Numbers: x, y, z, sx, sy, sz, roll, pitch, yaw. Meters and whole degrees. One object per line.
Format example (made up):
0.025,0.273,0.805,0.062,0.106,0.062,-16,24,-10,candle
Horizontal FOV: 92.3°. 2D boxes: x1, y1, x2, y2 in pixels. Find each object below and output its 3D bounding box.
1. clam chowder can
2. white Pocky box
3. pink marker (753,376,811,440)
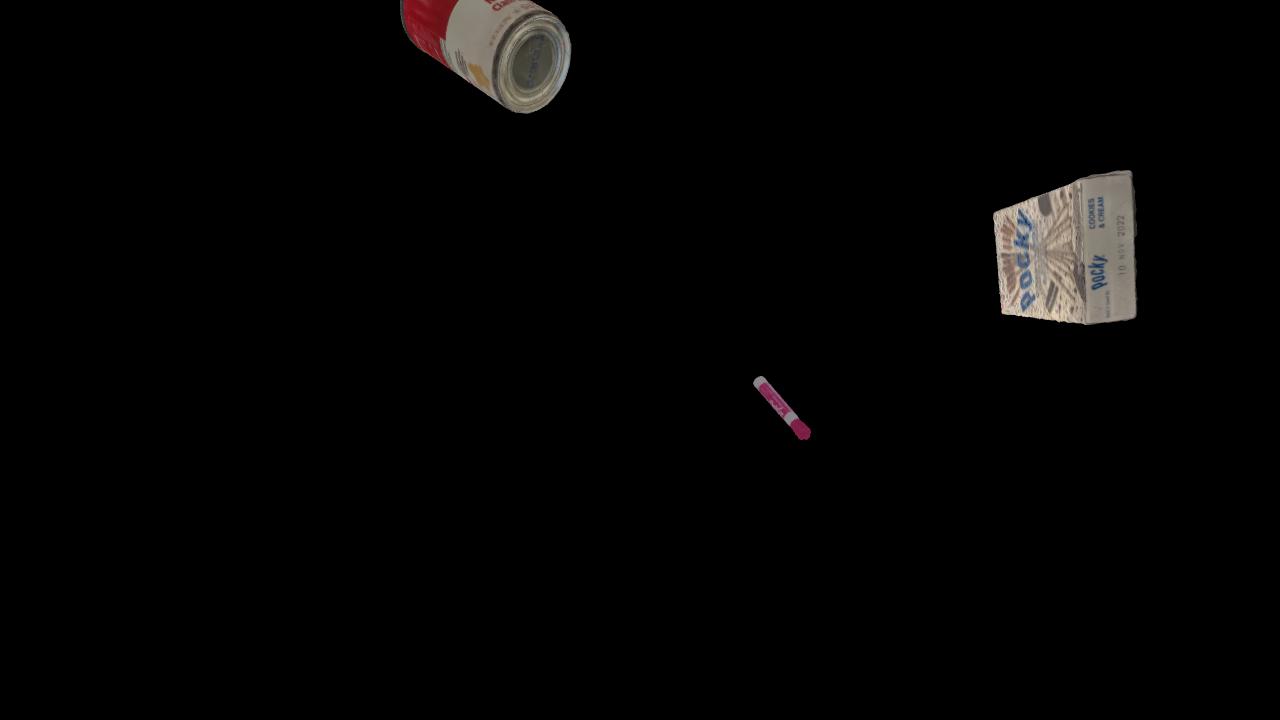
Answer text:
-0.105,-0.222,0.421,0.102,0.068,0.068,40,16,20,clam chowder can
0.275,-0.069,0.408,0.028,0.084,0.154,-6,5,15,white Pocky box
0.191,0.064,0.826,0.020,0.020,0.121,0,35,-27,pink marker
